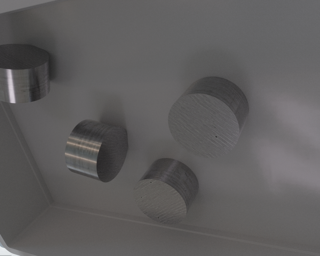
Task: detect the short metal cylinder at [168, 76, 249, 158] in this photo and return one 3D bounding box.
[{"bbox_3d":[0.056,-0.013,0.355,0.080,0.050,0.079,13,124,21],"label":"short metal cylinder"}]

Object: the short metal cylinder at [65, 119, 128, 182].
[{"bbox_3d":[-0.087,0.032,0.439,0.050,0.080,0.079,13,124,21],"label":"short metal cylinder"}]

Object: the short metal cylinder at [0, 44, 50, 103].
[{"bbox_3d":[-0.196,-0.077,0.429,0.080,0.080,0.050,23,127,14],"label":"short metal cylinder"}]

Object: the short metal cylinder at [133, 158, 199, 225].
[{"bbox_3d":[0.009,0.090,0.443,0.080,0.050,0.079,13,124,21],"label":"short metal cylinder"}]
